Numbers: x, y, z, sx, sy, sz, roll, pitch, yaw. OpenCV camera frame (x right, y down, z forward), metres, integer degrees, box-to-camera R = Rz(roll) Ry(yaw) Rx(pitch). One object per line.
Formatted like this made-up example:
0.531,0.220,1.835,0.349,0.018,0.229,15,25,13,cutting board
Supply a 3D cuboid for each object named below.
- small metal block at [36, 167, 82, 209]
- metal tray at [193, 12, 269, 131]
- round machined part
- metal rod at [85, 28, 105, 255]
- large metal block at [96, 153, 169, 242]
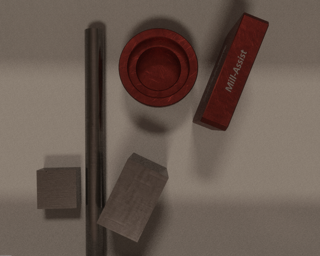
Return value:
-0.133,0.079,0.410,0.050,0.025,0.050,-1,90,-1,small metal block
0.082,-0.062,0.380,0.030,0.090,0.129,22,90,0,metal tray
-0.002,-0.075,0.403,0.099,0.042,0.097,0,90,-1,round machined part
-0.086,0.021,0.410,0.025,0.025,0.298,0,90,-1,metal rod
-0.031,0.080,0.384,0.050,0.080,0.080,26,90,-1,large metal block
